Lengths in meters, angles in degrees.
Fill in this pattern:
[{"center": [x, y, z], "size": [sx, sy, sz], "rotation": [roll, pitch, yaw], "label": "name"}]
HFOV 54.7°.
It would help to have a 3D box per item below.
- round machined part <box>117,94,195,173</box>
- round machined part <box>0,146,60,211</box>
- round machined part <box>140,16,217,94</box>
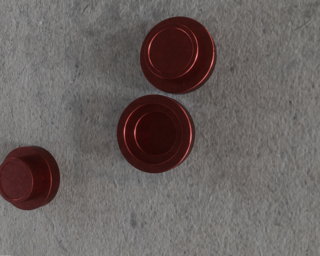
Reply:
[{"center": [-0.002, 0.007, 0.400], "size": [0.098, 0.042, 0.097], "rotation": [0, 90, 19], "label": "round machined part"}, {"center": [-0.206, 0.077, 0.471], "size": [0.098, 0.042, 0.097], "rotation": [0, 90, 19], "label": "round machined part"}, {"center": [0.020, -0.093, 0.392], "size": [0.098, 0.042, 0.097], "rotation": [0, 90, 19], "label": "round machined part"}]
